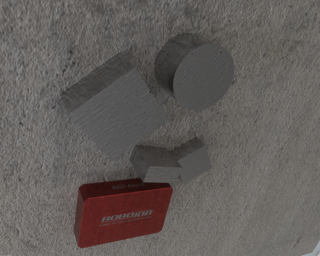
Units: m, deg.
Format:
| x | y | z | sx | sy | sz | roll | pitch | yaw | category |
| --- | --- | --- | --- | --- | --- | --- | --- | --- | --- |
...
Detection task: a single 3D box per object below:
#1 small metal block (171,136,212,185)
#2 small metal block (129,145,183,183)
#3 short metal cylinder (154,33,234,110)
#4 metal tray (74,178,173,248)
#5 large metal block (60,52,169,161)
| x | y | z | sx | sy | sz | roll | pitch | yaw | category |
| --- | --- | --- | --- | --- | --- | --- | --- | --- | --- |
| 0.045 | 0.048 | 0.461 | 0.050 | 0.025 | 0.050 | -28 | 128 | -11 | small metal block |
| -0.006 | 0.048 | 0.417 | 0.050 | 0.050 | 0.025 | 7 | 115 | -32 | small metal block |
| 0.040 | -0.068 | 0.371 | 0.081 | 0.050 | 0.079 | -14 | 124 | -21 | short metal cylinder |
| -0.052 | 0.119 | 0.449 | 0.131 | 0.030 | 0.089 | -2 | 119 | -28 | metal tray |
| -0.050 | -0.023 | 0.349 | 0.080 | 0.050 | 0.080 | -37 | 129 | -4 | large metal block |
